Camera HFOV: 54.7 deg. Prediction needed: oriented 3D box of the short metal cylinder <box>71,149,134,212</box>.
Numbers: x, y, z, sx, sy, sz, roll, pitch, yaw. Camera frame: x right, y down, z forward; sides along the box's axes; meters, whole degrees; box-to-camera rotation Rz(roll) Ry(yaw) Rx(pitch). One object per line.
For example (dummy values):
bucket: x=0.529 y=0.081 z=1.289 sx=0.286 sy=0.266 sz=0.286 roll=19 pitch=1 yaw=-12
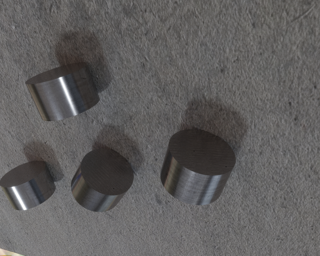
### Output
short metal cylinder: x=-0.087 y=0.078 z=0.465 sx=0.080 sy=0.080 sz=0.050 roll=38 pitch=129 yaw=3

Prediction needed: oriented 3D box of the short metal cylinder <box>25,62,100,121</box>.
short metal cylinder: x=-0.126 y=-0.049 z=0.407 sx=0.080 sy=0.080 sz=0.050 roll=-1 pitch=118 yaw=29

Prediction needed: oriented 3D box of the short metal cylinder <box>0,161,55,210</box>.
short metal cylinder: x=-0.238 y=0.102 z=0.560 sx=0.080 sy=0.080 sz=0.050 roll=0 pitch=118 yaw=28

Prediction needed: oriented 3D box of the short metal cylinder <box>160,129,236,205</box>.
short metal cylinder: x=0.045 y=0.046 z=0.376 sx=0.080 sy=0.080 sz=0.050 roll=24 pitch=127 yaw=13
